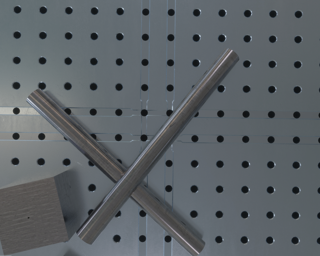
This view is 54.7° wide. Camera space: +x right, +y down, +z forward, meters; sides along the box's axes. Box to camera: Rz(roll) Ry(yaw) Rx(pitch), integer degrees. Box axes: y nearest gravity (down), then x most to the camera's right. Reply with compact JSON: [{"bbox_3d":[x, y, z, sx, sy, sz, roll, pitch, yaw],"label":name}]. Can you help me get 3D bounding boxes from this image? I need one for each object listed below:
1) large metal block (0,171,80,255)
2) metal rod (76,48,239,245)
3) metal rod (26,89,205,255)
[{"bbox_3d":[-0.159,0.107,0.400,0.080,0.050,0.080,-13,90,0],"label":"large metal block"},{"bbox_3d":[0.002,0.018,0.395,0.025,0.025,0.300,39,83,0],"label":"metal rod"},{"bbox_3d":[-0.058,0.059,0.412,0.300,0.025,0.025,43,90,0],"label":"metal rod"}]
